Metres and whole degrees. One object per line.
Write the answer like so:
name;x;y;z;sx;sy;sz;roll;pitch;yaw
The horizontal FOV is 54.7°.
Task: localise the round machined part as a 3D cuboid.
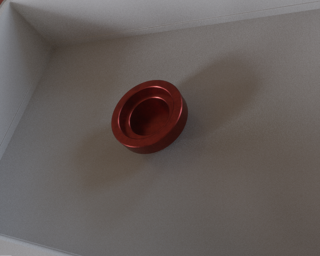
round machined part;-0.010;-0.011;0.400;0.098;0.042;0.098;-13;56;20
